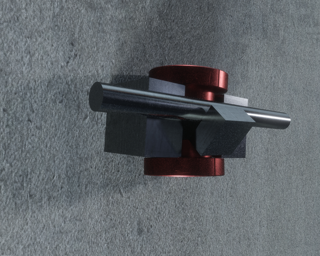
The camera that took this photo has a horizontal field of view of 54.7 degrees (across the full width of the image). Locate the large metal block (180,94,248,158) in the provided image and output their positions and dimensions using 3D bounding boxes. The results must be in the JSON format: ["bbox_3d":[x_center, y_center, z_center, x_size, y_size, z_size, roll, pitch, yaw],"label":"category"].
[{"bbox_3d":[0.072,-0.001,0.431,0.050,0.080,0.080,5,87,-40],"label":"large metal block"}]

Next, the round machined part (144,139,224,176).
[{"bbox_3d":[0.030,0.037,0.383,0.099,0.098,0.042,6,81,-40],"label":"round machined part"}]

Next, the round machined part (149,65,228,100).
[{"bbox_3d":[0.034,-0.047,0.387,0.099,0.098,0.042,5,88,-40],"label":"round machined part"}]

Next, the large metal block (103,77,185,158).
[{"bbox_3d":[-0.020,-0.009,0.354,0.050,0.080,0.080,6,87,-40],"label":"large metal block"}]

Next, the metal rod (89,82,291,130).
[{"bbox_3d":[0.062,-0.018,0.354,0.302,0.025,0.025,4,88,-40],"label":"metal rod"}]

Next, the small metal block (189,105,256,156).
[{"bbox_3d":[0.069,0.004,0.342,0.050,0.025,0.050,2,129,-38],"label":"small metal block"}]
